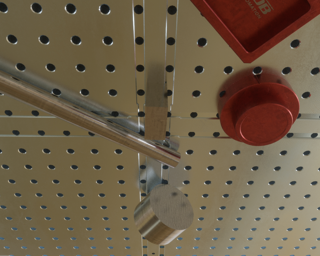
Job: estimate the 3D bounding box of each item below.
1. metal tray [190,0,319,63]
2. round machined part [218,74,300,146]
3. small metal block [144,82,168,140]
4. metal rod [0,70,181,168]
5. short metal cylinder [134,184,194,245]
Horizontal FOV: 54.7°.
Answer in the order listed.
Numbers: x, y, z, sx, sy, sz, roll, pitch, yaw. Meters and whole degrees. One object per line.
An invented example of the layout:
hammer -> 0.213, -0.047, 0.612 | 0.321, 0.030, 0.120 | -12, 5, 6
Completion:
metal tray -> 0.082, -0.135, 0.294 | 0.090, 0.030, 0.130 | -36, 122, 26
round machined part -> 0.125, -0.015, 0.390 | 0.099, 0.042, 0.097 | -1, 130, 0
small metal block -> -0.005, -0.021, 0.378 | 0.025, 0.050, 0.050 | 2, 130, -2
metal rod -> -0.104, -0.014, 0.397 | 0.302, 0.025, 0.025 | 26, 125, -21
short metal cylinder -> 0.006, 0.136, 0.492 | 0.080, 0.080, 0.050 | 25, 126, -20
